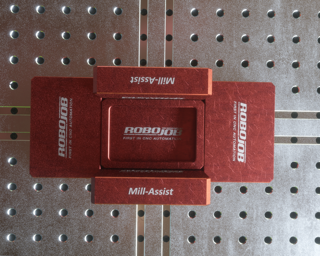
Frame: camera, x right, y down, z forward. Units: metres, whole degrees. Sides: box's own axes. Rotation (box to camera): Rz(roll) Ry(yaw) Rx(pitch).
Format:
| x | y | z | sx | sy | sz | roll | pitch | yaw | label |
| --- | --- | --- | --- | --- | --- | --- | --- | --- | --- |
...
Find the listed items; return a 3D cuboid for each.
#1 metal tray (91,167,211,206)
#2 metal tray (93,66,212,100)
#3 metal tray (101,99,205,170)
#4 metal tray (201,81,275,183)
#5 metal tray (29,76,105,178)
| x | y | z | sx | sy | sz | roll | pitch | yaw | label |
| --- | --- | --- | --- | --- | --- | --- | --- | --- | --- |
| -0.010 | 0.068 | 0.379 | 0.131 | 0.090 | 0.030 | 1 | 90 | -1 | metal tray |
| -0.008 | -0.052 | 0.381 | 0.131 | 0.090 | 0.030 | 1 | 90 | -1 | metal tray |
| -0.009 | 0.008 | 0.408 | 0.131 | 0.030 | 0.089 | 1 | 90 | -1 | metal tray |
| 0.102 | 0.005 | 0.410 | 0.091 | 0.030 | 0.129 | 1 | 90 | -2 | metal tray |
| -0.120 | -0.001 | 0.409 | 0.091 | 0.030 | 0.129 | 1 | 90 | -1 | metal tray |
